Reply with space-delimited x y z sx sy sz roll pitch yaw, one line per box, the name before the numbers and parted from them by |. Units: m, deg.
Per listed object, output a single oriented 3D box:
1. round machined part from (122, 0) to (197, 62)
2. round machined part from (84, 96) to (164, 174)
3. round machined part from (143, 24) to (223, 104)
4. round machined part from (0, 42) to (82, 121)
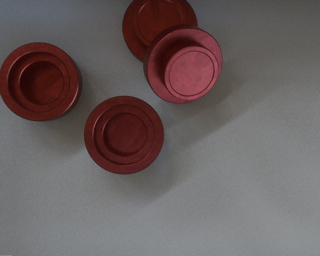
round machined part | 0.000 -0.132 0.403 0.099 0.042 0.097 0 90 -1
round machined part | -0.044 0.009 0.402 0.099 0.042 0.097 0 90 -1
round machined part | 0.032 -0.073 0.380 0.099 0.042 0.097 -8 122 -13
round machined part | -0.150 -0.057 0.401 0.099 0.042 0.097 0 90 -1
